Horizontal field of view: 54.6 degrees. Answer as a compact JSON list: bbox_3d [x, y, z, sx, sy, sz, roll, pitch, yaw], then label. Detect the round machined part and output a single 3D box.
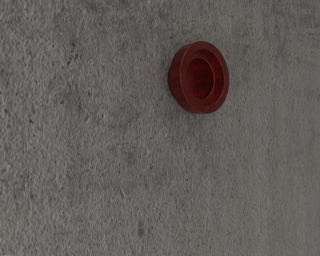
[{"bbox_3d":[0.049,-0.068,0.434,0.099,0.042,0.097,0,90,-40],"label":"round machined part"}]
